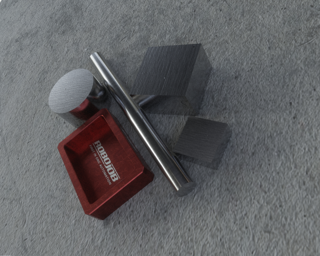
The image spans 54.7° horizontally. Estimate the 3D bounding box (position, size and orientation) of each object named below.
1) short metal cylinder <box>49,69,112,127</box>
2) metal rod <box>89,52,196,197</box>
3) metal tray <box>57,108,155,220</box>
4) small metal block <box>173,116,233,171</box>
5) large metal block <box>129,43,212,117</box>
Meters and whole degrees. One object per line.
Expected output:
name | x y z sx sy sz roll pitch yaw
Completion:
short metal cylinder | -0.122 -0.045 0.479 0.080 0.050 0.080 -13 56 20
metal rod | -0.040 -0.025 0.440 0.025 0.025 0.300 -38 51 2
metal tray | -0.077 0.043 0.414 0.090 0.030 0.130 -39 51 1
small metal block | 0.051 0.017 0.368 0.050 0.025 0.050 14 69 33
large metal block | 0.017 -0.064 0.419 0.080 0.050 0.080 5 64 30
